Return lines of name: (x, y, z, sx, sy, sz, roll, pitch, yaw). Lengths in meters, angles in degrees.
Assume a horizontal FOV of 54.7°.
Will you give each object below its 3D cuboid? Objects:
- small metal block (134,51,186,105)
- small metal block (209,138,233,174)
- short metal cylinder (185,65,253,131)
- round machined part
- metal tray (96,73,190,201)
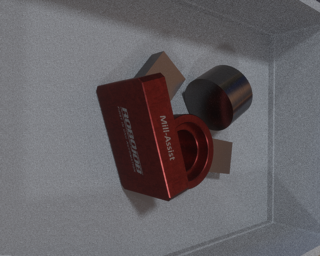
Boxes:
small metal block: (-0.001, -0.063, 0.406, 0.050, 0.025, 0.050, 47, 62, -28)
small metal block: (0.084, 0.043, 0.477, 0.050, 0.025, 0.050, 12, 82, -38)
short metal cylinder: (0.083, -0.043, 0.440, 0.050, 0.080, 0.080, -36, 113, -34)
round machined part: (0.023, 0.030, 0.413, 0.099, 0.042, 0.097, 0, 90, -40)
metal tray: (-0.021, 0.010, 0.346, 0.030, 0.090, 0.129, -22, 104, -38)
